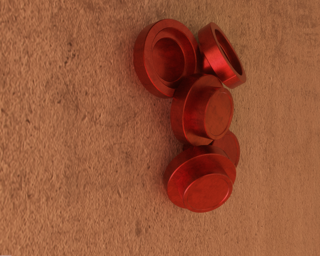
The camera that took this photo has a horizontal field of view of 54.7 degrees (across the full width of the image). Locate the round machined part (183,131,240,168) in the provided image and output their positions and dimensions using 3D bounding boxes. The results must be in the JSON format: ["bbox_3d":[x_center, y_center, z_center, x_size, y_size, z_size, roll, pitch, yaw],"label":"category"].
[{"bbox_3d":[0.084,0.037,0.468,0.099,0.042,0.097,0,90,-40],"label":"round machined part"}]

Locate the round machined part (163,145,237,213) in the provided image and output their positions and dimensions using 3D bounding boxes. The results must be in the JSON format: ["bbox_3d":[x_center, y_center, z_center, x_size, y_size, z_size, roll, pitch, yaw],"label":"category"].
[{"bbox_3d":[0.057,0.074,0.412,0.099,0.042,0.097,-8,124,-12],"label":"round machined part"}]

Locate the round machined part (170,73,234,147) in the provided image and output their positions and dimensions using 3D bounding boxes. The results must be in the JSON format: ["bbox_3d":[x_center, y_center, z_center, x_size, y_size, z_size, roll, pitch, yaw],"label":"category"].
[{"bbox_3d":[0.061,-0.021,0.406,0.099,0.042,0.097,-17,113,-45],"label":"round machined part"}]

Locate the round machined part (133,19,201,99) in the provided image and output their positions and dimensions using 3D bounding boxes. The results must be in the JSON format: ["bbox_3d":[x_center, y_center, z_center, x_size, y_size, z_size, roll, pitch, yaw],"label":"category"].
[{"bbox_3d":[0.005,-0.086,0.401,0.099,0.042,0.097,0,90,-40],"label":"round machined part"}]

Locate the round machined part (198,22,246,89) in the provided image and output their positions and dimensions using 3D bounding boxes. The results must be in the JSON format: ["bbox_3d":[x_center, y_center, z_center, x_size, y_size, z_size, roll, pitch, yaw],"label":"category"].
[{"bbox_3d":[0.082,-0.099,0.448,0.098,0.042,0.098,40,35,-35],"label":"round machined part"}]
